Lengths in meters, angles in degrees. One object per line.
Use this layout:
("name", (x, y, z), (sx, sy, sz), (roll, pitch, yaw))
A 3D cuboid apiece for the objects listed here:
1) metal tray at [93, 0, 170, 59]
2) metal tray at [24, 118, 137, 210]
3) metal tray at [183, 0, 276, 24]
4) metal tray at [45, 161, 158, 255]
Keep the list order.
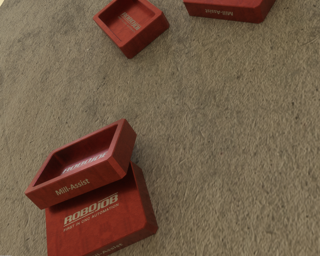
("metal tray", (-0.054, -0.187, 0.543), (0.090, 0.030, 0.130), (-40, 51, 1))
("metal tray", (-0.098, 0.044, 0.395), (0.130, 0.030, 0.090), (-23, 27, 19))
("metal tray", (0.111, -0.209, 0.471), (0.130, 0.030, 0.090), (22, 73, 36))
("metal tray", (-0.075, 0.106, 0.375), (0.130, 0.030, 0.090), (-28, 52, 10))
